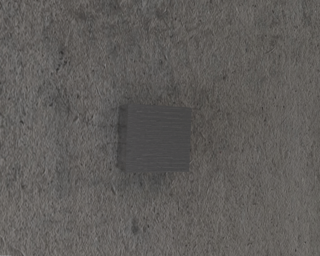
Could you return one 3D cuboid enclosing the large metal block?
[{"bbox_3d":[-0.009,0.013,0.392,0.081,0.050,0.080,2,89,-20],"label":"large metal block"}]
